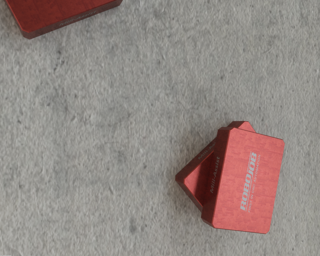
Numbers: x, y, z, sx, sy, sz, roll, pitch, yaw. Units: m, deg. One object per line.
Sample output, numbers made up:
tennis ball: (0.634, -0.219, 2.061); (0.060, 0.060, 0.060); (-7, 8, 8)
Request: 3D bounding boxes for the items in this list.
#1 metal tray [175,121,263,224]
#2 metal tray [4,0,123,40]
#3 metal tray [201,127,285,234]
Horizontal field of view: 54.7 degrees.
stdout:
metal tray: (0.097, 0.062, 0.444); (0.130, 0.030, 0.090); (-41, 103, -16)
metal tray: (-0.117, -0.171, 0.363); (0.131, 0.030, 0.090); (-29, 100, -18)
metal tray: (0.113, 0.070, 0.417); (0.091, 0.030, 0.129); (13, 86, -20)
